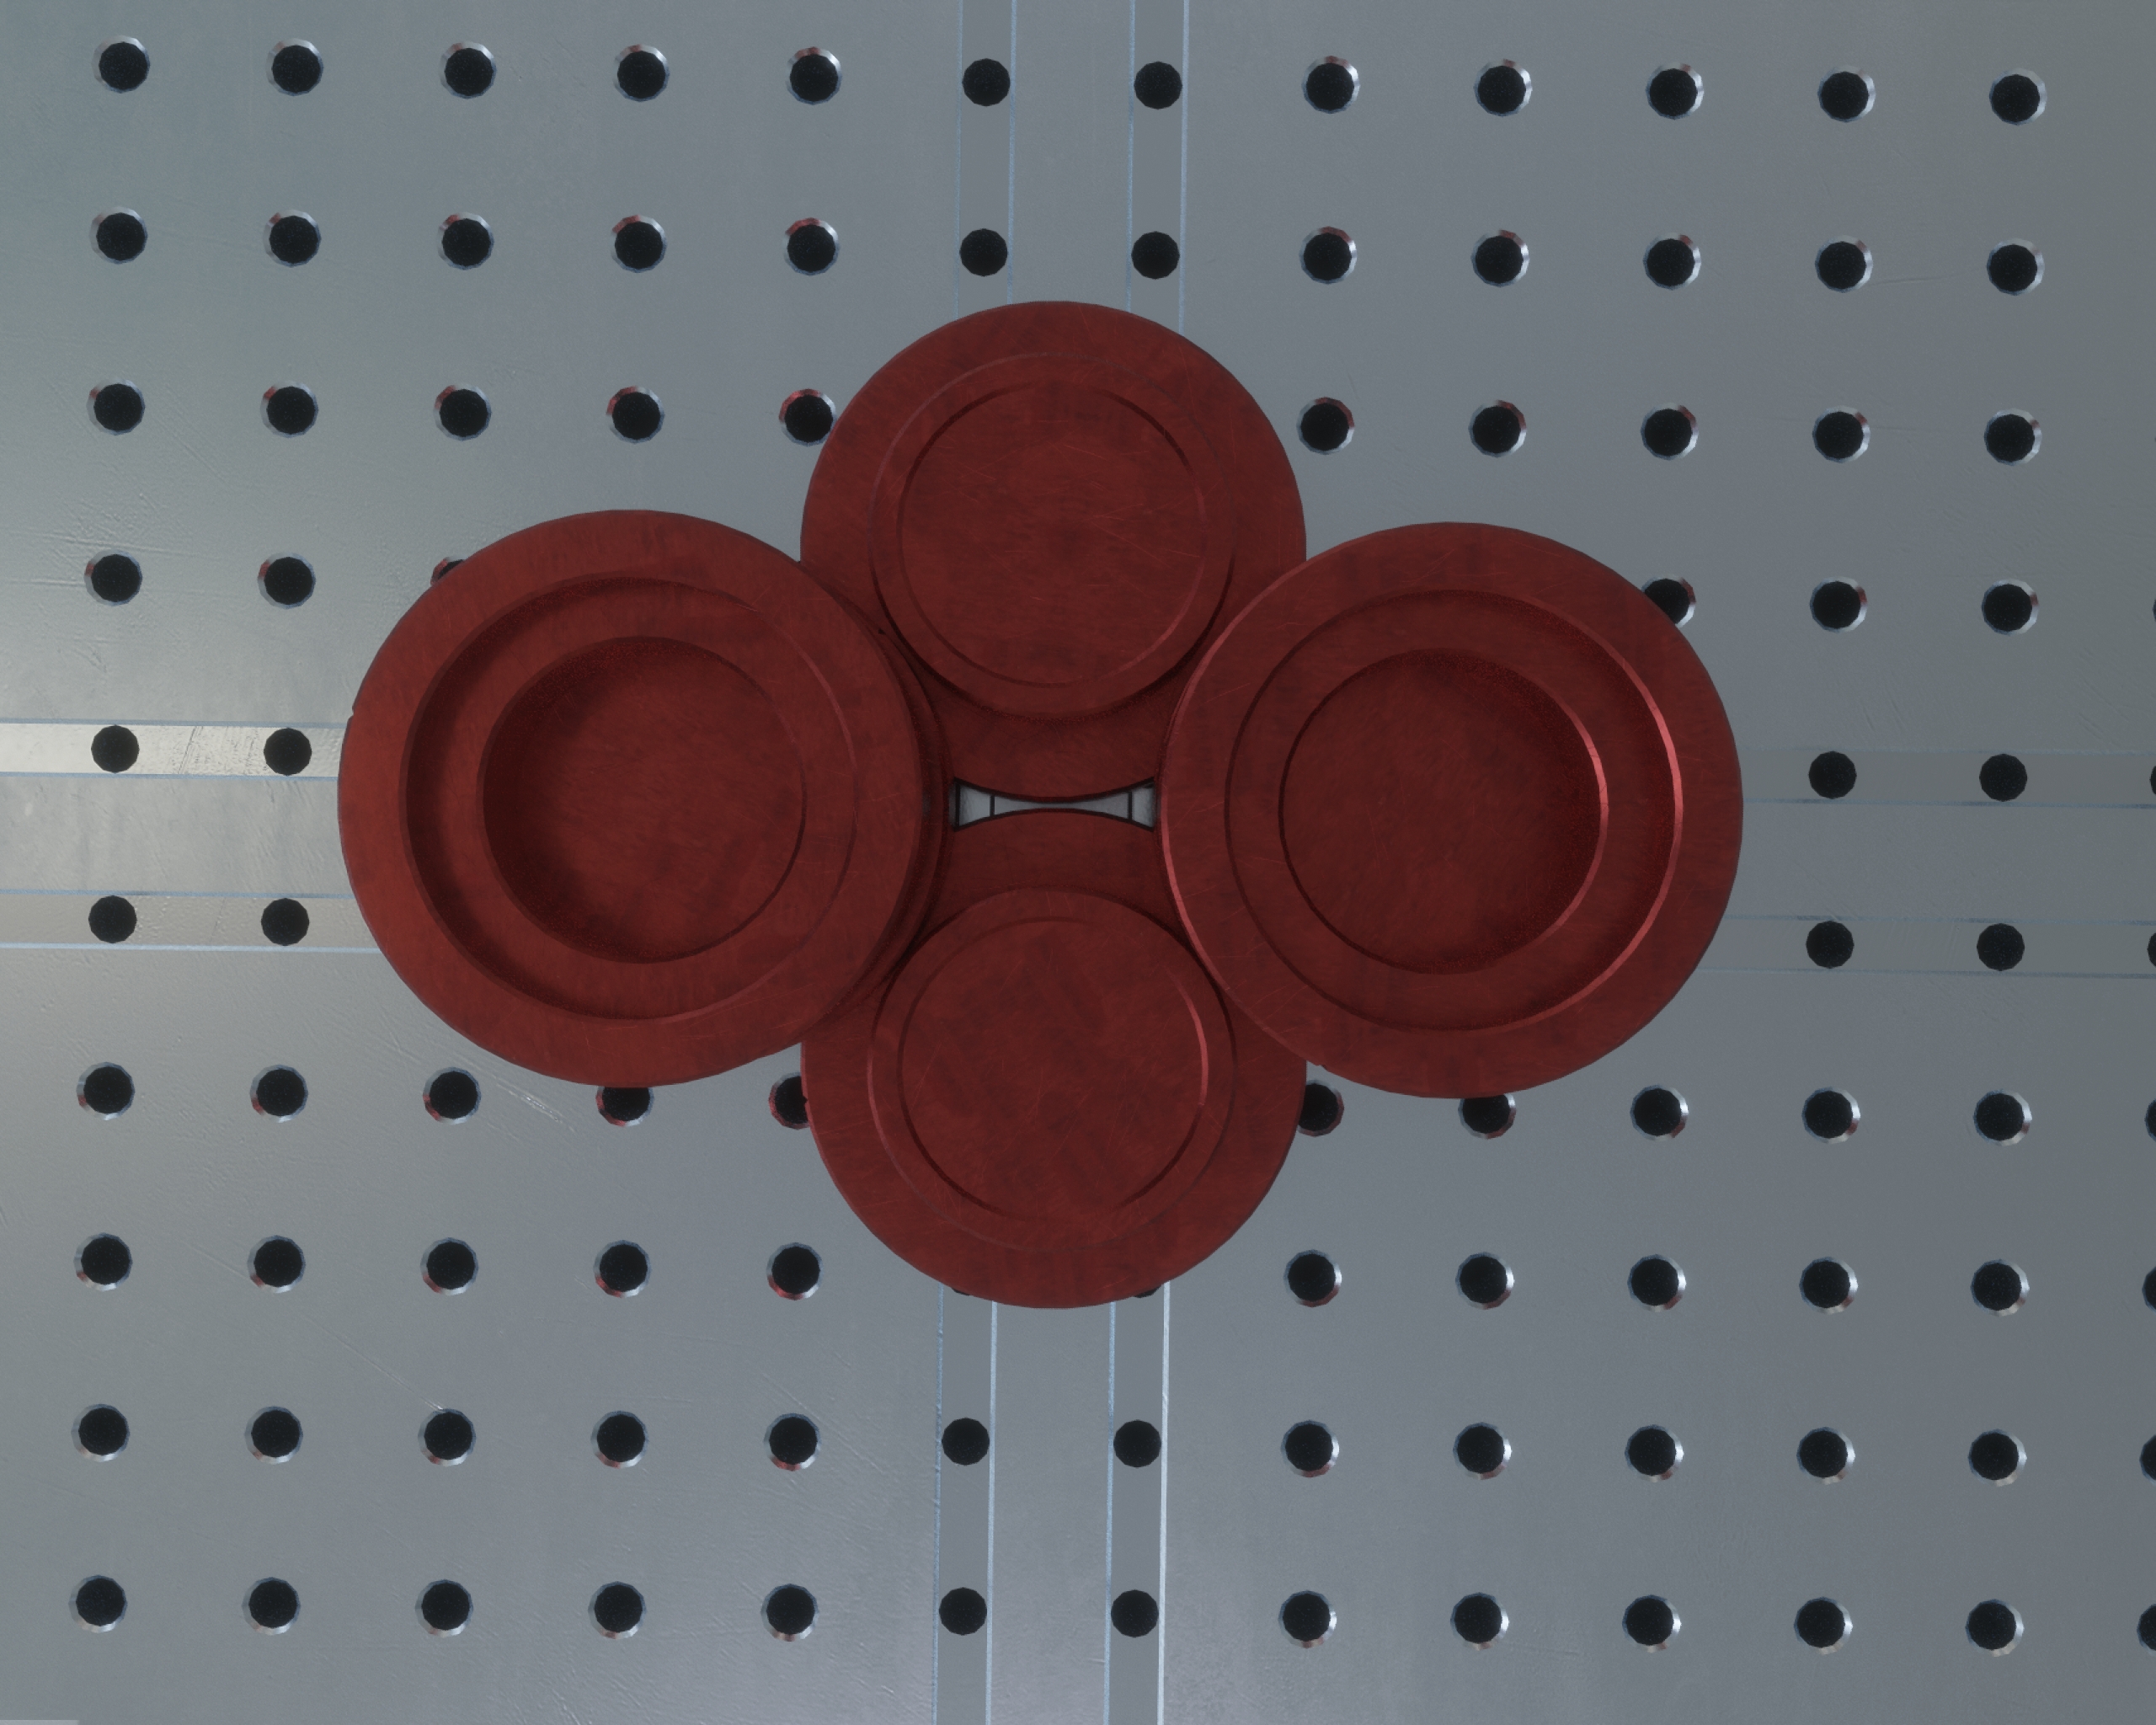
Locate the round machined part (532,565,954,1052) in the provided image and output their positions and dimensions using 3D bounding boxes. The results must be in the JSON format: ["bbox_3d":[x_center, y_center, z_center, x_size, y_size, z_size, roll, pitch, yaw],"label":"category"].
[{"bbox_3d":[-0.073,-0.011,0.404,0.099,0.042,0.097,0,90,0],"label":"round machined part"}]

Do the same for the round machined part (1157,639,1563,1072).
[{"bbox_3d":[0.063,-0.010,0.405,0.099,0.042,0.097,0,90,0],"label":"round machined part"}]

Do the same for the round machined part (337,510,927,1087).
[{"bbox_3d":[-0.075,-0.011,0.372,0.099,0.042,0.097,0,90,0],"label":"round machined part"}]

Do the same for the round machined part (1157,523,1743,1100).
[{"bbox_3d":[0.063,-0.009,0.373,0.099,0.042,0.097,0,90,0],"label":"round machined part"}]

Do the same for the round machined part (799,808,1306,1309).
[{"bbox_3d":[-0.005,0.038,0.404,0.099,0.042,0.097,0,90,0],"label":"round machined part"}]

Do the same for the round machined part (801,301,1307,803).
[{"bbox_3d":[-0.005,-0.060,0.404,0.099,0.042,0.097,0,90,0],"label":"round machined part"}]
